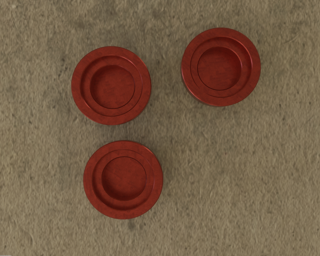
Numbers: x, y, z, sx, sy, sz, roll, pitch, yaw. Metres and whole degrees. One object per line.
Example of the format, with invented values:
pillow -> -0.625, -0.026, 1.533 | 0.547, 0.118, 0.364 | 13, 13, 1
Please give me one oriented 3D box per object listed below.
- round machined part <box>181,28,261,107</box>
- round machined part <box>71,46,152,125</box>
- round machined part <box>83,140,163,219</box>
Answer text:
round machined part -> 0.076, -0.076, 0.402 | 0.099, 0.042, 0.097 | 0, 90, -1
round machined part -> -0.060, -0.052, 0.401 | 0.099, 0.042, 0.097 | 0, 90, -1
round machined part -> -0.045, 0.064, 0.401 | 0.099, 0.042, 0.097 | 0, 90, -1
